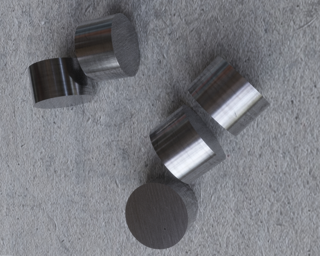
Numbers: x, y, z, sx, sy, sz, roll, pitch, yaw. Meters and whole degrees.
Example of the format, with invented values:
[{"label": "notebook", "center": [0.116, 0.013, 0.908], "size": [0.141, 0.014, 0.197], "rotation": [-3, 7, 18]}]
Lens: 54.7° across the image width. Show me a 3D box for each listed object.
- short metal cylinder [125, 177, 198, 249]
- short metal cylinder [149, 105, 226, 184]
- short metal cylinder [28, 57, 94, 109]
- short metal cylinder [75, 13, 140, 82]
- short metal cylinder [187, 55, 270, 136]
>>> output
[{"label": "short metal cylinder", "center": [0.003, 0.105, 0.394], "size": [0.080, 0.050, 0.080], "rotation": [0, 90, 20]}, {"label": "short metal cylinder", "center": [0.033, 0.019, 0.368], "size": [0.050, 0.080, 0.080], "rotation": [-39, 78, 16]}, {"label": "short metal cylinder", "center": [-0.136, -0.060, 0.428], "size": [0.080, 0.080, 0.050], "rotation": [-12, 86, 19]}, {"label": "short metal cylinder", "center": [-0.066, -0.103, 0.403], "size": [0.050, 0.080, 0.080], "rotation": [-6, 88, 20]}, {"label": "short metal cylinder", "center": [0.077, -0.036, 0.352], "size": [0.050, 0.080, 0.080], "rotation": [-46, 76, 14]}]
